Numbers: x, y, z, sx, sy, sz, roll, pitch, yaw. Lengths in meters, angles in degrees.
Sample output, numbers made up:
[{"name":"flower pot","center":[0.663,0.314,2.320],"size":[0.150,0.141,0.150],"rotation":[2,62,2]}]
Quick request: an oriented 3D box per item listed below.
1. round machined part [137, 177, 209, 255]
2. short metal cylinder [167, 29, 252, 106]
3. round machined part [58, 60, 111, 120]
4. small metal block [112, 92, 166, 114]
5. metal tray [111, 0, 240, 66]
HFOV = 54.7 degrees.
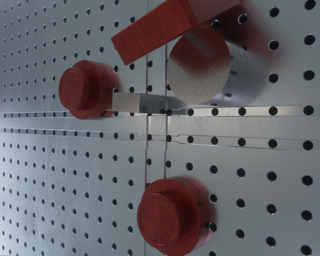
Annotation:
[{"name":"round machined part","center":[0.009,0.113,0.391],"size":[0.098,0.042,0.097],"rotation":[0,90,40]},{"name":"short metal cylinder","center":[0.055,-0.065,0.348],"size":[0.080,0.050,0.079],"rotation":[0,90,40]},{"name":"round machined part","center":[-0.128,-0.062,0.504],"size":[0.098,0.042,0.097],"rotation":[0,90,40]},{"name":"small metal block","center":[-0.028,-0.033,0.416],"size":[0.050,0.050,0.025],"rotation":[7,94,40]},{"name":"metal tray","center":[0.020,-0.113,0.324],"size":[0.090,0.131,0.030],"rotation":[-19,106,38]}]
